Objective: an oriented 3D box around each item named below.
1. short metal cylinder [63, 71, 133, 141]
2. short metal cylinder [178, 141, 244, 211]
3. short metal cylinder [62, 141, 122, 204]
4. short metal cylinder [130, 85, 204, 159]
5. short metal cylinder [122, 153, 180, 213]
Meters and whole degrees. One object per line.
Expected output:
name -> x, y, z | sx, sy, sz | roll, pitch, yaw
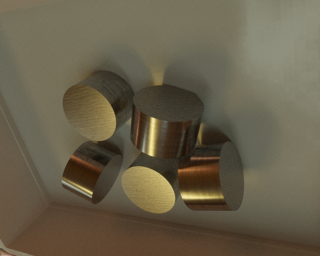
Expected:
short metal cylinder -> -0.080, -0.030, 0.412 | 0.080, 0.050, 0.079 | 13, 124, 20
short metal cylinder -> 0.063, 0.059, 0.373 | 0.050, 0.080, 0.080 | -9, 114, 32
short metal cylinder -> -0.099, 0.066, 0.461 | 0.050, 0.080, 0.079 | 24, 127, 13
short metal cylinder -> 0.007, -0.009, 0.362 | 0.080, 0.080, 0.050 | 20, 126, 16
short metal cylinder -> -0.006, 0.073, 0.437 | 0.080, 0.050, 0.079 | 13, 124, 20
